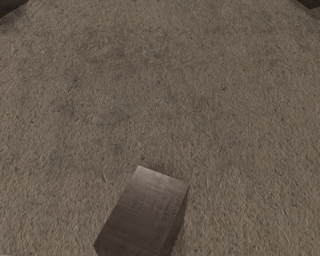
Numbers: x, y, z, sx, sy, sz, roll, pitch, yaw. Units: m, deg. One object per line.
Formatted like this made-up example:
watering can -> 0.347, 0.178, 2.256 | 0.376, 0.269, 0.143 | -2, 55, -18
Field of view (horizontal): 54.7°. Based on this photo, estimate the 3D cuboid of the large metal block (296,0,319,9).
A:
large metal block -> 0.322, -0.296, 0.640 | 0.081, 0.050, 0.080 | -19, 53, -16

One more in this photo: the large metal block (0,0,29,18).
large metal block -> -0.310, -0.269, 0.589 | 0.050, 0.080, 0.080 | 22, 53, 17

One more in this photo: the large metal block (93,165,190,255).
large metal block -> -0.013, 0.095, 0.287 | 0.050, 0.080, 0.080 | 19, 52, 14
